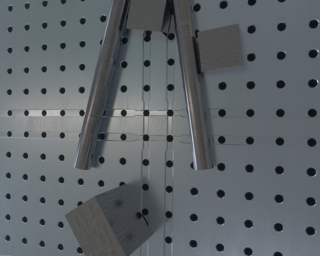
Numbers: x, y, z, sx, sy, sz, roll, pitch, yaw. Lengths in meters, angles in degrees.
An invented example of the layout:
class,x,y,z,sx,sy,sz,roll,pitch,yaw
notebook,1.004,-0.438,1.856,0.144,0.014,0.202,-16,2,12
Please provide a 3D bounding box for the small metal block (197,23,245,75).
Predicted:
class,x,y,z,sx,sy,sz,roll,pitch,yaw
small metal block,0.076,-0.097,0.385,0.050,0.025,0.050,-6,88,19

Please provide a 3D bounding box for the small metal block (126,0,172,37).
class,x,y,z,sx,sy,sz,roll,pitch,yaw
small metal block,-0.013,-0.153,0.417,0.050,0.025,0.050,12,94,19

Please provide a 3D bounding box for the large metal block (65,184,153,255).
class,x,y,z,sx,sy,sz,roll,pitch,yaw
large metal block,-0.064,0.128,0.406,0.050,0.080,0.080,-34,79,17

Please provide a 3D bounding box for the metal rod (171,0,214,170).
class,x,y,z,sx,sy,sz,roll,pitch,yaw
metal rod,0.036,-0.096,0.399,0.025,0.025,0.298,-8,87,20

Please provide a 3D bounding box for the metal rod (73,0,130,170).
class,x,y,z,sx,sy,sz,roll,pitch,yaw
metal rod,-0.077,-0.087,0.439,0.025,0.025,0.298,16,95,19
